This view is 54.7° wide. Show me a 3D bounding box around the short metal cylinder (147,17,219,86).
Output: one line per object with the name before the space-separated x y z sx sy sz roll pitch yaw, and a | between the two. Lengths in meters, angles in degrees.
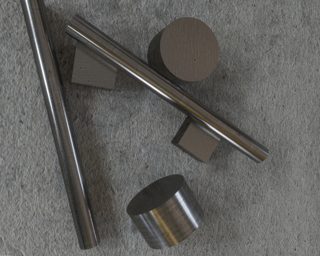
short metal cylinder | 0.029 -0.097 0.406 0.081 0.050 0.079 0 90 -20

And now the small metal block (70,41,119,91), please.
small metal block | -0.080 -0.075 0.379 0.050 0.025 0.050 8 87 -20

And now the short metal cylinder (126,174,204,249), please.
short metal cylinder | 0.006 0.101 0.382 0.080 0.080 0.050 -33 101 -17

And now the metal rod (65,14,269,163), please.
metal rod | 0.022 -0.039 0.390 0.301 0.025 0.025 33 79 -17

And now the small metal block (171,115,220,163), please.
small metal block | 0.052 0.013 0.428 0.050 0.025 0.050 35 79 -17

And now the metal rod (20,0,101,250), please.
metal rod | -0.116 -0.003 0.366 0.025 0.025 0.298 -14 95 -20
